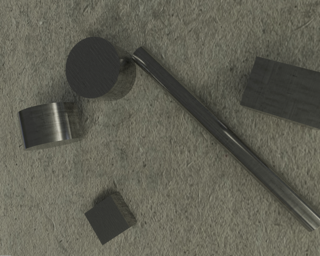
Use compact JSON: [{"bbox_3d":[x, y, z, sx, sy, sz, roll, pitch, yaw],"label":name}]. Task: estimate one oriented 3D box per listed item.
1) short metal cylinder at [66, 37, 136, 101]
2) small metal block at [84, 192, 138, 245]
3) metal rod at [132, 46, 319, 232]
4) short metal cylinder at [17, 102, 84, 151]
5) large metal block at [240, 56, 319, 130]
[{"bbox_3d":[-0.079,-0.078,0.423,0.080,0.050,0.079,0,90,19],"label":"short metal cylinder"},{"bbox_3d":[-0.069,0.125,0.432,0.050,0.025,0.050,-37,79,16],"label":"small metal block"},{"bbox_3d":[0.074,0.003,0.382,0.300,0.025,0.025,46,104,14],"label":"metal rod"},{"bbox_3d":[-0.151,-0.001,0.431,0.080,0.080,0.050,-14,85,19],"label":"short metal cylinder"},{"bbox_3d":[0.137,-0.034,0.332,0.080,0.080,0.050,20,97,18],"label":"large metal block"}]
